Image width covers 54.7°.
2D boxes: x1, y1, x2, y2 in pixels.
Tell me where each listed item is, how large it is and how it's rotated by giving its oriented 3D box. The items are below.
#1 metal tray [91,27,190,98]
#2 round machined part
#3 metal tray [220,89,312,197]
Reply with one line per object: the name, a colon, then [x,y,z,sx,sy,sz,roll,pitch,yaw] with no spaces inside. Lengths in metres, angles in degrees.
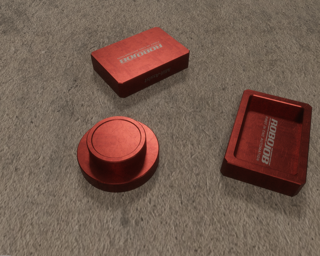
metal tray: [-0.030,-0.108,0.490,0.131,0.030,0.090,-29,56,-23]
round machined part: [-0.050,0.024,0.371,0.099,0.042,0.098,0,50,0]
metal tray: [0.136,0.013,0.390,0.090,0.030,0.130,16,52,13]
